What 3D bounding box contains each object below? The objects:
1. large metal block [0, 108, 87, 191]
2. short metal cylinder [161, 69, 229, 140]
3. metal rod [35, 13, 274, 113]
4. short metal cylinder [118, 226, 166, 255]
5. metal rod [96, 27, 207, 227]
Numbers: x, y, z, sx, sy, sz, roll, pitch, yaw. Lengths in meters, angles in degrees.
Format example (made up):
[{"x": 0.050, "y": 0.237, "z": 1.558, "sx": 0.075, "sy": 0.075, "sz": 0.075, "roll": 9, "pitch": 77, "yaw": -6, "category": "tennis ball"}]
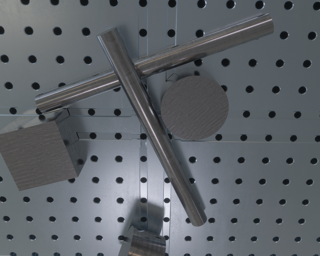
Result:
[{"x": -0.154, "y": 0.028, "z": 0.409, "sx": 0.080, "sy": 0.050, "sz": 0.080, "roll": -14, "pitch": 110, "yaw": 5, "category": "large metal block"}, {"x": 0.041, "y": -0.031, "z": 0.389, "sx": 0.081, "sy": 0.050, "sz": 0.079, "roll": 0, "pitch": 110, "yaw": 0, "category": "short metal cylinder"}, {"x": -0.012, "y": -0.078, "z": 0.384, "sx": 0.301, "sy": 0.025, "sz": 0.025, "roll": -18, "pitch": 109, "yaw": 6, "category": "metal rod"}, {"x": -0.030, "y": 0.191, "z": 0.454, "sx": 0.050, "sy": 0.080, "sz": 0.079, "roll": 22, "pitch": 109, "yaw": -8, "category": "short metal cylinder"}, {"x": 0.000, "y": 0.016, "z": 0.402, "sx": 0.025, "sy": 0.025, "sz": 0.299, "roll": -22, "pitch": 115, "yaw": 8, "category": "metal rod"}]
